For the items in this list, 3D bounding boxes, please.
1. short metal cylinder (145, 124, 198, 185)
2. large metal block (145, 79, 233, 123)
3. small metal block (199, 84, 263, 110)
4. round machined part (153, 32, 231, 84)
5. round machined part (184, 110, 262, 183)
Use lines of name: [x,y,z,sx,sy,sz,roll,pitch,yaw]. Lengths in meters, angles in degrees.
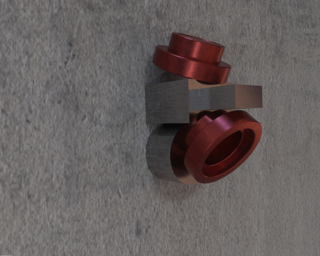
short metal cylinder: [0.027,0.033,0.416,0.081,0.050,0.079,0,90,-40]
large metal block: [0.037,-0.032,0.403,0.081,0.080,0.050,-3,92,-40]
small metal block: [0.081,-0.034,0.355,0.050,0.050,0.025,-4,92,-40]
round machined part: [0.043,-0.092,0.391,0.099,0.098,0.042,-3,117,-40]
round machined part: [0.069,0.017,0.369,0.099,0.042,0.097,-24,141,-21]
